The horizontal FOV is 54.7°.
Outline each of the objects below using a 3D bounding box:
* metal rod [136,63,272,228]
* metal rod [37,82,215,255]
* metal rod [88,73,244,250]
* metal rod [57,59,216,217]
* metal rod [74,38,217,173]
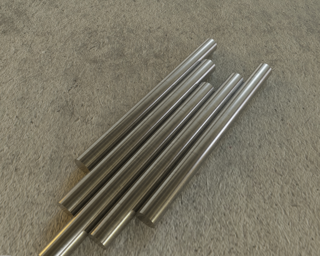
[{"bbox_3d":[0.073,0.003,0.402,0.025,0.025,0.301,29,56,22],"label":"metal rod"},{"bbox_3d":[-0.019,0.036,0.374,0.025,0.025,0.301,29,56,22],"label":"metal rod"},{"bbox_3d":[0.026,0.021,0.387,0.025,0.025,0.301,29,56,22],"label":"metal rod"},{"bbox_3d":[-0.012,-0.005,0.409,0.025,0.025,0.301,29,56,22],"label":"metal rod"},{"bbox_3d":[-0.003,-0.047,0.444,0.025,0.025,0.301,29,56,22],"label":"metal rod"}]
